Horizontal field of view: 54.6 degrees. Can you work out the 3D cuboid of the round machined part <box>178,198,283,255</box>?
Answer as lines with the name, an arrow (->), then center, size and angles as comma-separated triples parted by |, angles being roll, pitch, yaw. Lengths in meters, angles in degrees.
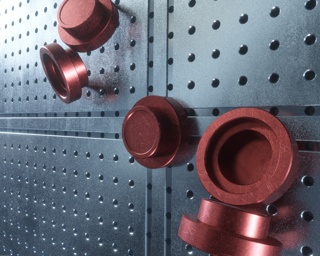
round machined part -> 0.070, 0.098, 0.307 | 0.098, 0.098, 0.042 | 9, 80, 40

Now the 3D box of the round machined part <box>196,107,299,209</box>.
round machined part -> 0.089, 0.032, 0.313 | 0.098, 0.042, 0.098 | -17, 62, 34

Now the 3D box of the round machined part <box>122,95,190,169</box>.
round machined part -> -0.013, 0.005, 0.410 | 0.098, 0.042, 0.097 | 0, 90, 40

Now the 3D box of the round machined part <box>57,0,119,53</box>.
round machined part -> -0.116, -0.168, 0.472 | 0.098, 0.042, 0.098 | -7, 69, 20

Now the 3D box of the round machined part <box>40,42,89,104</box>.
round machined part -> -0.153, -0.092, 0.508 | 0.098, 0.042, 0.097 | 39, 145, 34
